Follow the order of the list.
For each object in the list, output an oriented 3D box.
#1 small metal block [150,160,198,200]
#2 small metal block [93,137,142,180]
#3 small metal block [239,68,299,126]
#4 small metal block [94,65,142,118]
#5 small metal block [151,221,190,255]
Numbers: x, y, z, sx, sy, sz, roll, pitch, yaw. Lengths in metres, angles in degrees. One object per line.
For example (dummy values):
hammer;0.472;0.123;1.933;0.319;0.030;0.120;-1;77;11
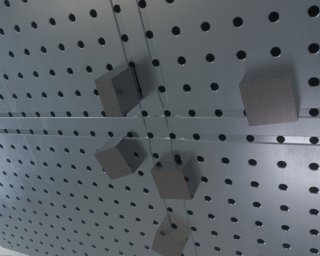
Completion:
small metal block;0.021;0.075;0.447;0.050;0.025;0.050;-5;116;30
small metal block;-0.065;0.048;0.476;0.050;0.025;0.050;-21;107;36
small metal block;0.117;-0.032;0.330;0.050;0.025;0.050;-7;115;31
small metal block;-0.051;-0.047;0.394;0.025;0.050;0.050;0;119;28
small metal block;0.017;0.193;0.522;0.050;0.025;0.050;23;127;14
